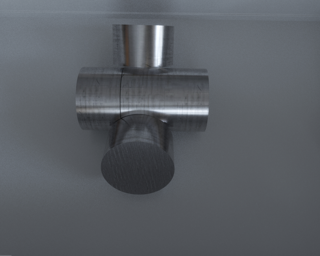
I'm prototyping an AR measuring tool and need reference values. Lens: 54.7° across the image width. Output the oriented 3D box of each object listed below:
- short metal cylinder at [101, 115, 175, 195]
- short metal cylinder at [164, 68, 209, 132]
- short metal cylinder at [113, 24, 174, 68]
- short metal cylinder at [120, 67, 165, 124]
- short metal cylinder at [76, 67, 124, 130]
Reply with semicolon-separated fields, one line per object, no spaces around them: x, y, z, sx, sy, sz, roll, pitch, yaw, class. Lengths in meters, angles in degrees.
-0.024;0.031;0.359;0.081;0.079;0.050;0;36;0;short metal cylinder
0.031;-0.035;0.392;0.050;0.080;0.080;1;70;1;short metal cylinder
-0.022;-0.110;0.411;0.080;0.080;0.050;2;108;0;short metal cylinder
-0.019;-0.036;0.391;0.050;0.080;0.080;1;70;1;short metal cylinder
-0.070;-0.037;0.392;0.050;0.080;0.080;1;70;1;short metal cylinder
